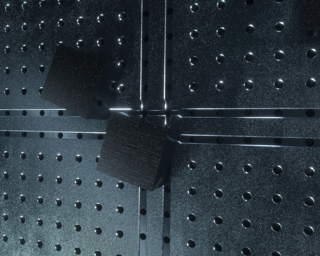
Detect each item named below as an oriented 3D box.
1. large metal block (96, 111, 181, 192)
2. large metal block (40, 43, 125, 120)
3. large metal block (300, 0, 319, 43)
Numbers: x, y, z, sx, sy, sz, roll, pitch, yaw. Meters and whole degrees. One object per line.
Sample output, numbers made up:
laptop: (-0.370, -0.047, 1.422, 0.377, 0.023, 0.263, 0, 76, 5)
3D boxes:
large metal block: (-0.028, 0.028, 0.408, 0.080, 0.050, 0.080, 17, 96, 18)
large metal block: (-0.109, -0.064, 0.436, 0.080, 0.050, 0.080, 24, 98, 18)
large metal block: (0.196, -0.140, 0.331, 0.080, 0.050, 0.079, 0, 90, 19)
